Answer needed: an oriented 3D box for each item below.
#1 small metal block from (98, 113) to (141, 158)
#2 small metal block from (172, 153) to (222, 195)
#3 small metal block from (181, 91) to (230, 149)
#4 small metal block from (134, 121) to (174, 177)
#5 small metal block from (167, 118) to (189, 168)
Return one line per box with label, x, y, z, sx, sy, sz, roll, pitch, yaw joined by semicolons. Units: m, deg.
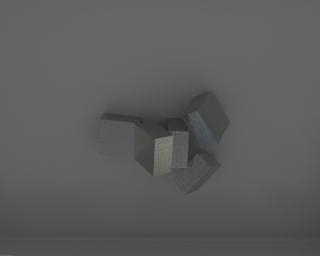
small metal block;-0.054;0.010;0.412;0.050;0.025;0.050;6;110;-3
small metal block;0.051;0.060;0.416;0.025;0.050;0.050;46;106;21
small metal block;0.059;-0.011;0.390;0.025;0.050;0.050;-19;113;41
small metal block;-0.009;0.025;0.386;0.025;0.050;0.050;-11;117;-30
small metal block;0.022;0.018;0.404;0.025;0.050;0.050;1;110;-1
